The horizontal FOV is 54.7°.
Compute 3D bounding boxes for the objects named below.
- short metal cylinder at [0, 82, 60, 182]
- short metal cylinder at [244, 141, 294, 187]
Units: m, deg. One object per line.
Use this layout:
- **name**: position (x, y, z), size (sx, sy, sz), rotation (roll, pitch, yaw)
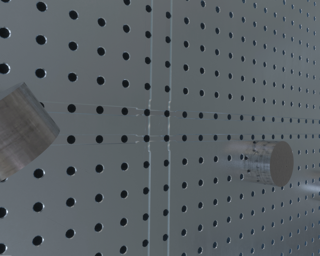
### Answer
- **short metal cylinder**: position (-0.134, 0.004, 0.261), size (0.080, 0.080, 0.050), rotation (-45, 117, -31)
- **short metal cylinder**: position (0.197, 0.062, 0.557), size (0.081, 0.050, 0.079), rotation (0, 90, -40)
